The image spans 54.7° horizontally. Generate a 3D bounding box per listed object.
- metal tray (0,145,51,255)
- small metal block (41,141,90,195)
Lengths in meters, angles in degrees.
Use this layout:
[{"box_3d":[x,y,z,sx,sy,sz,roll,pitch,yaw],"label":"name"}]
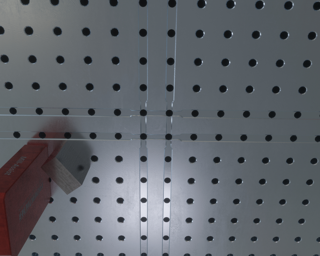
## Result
[{"box_3d":[-0.175,0.086,0.388,0.030,0.130,0.089,3,110,-1],"label":"metal tray"},{"box_3d":[-0.126,0.053,0.418,0.025,0.050,0.050,-34,107,12],"label":"small metal block"}]
